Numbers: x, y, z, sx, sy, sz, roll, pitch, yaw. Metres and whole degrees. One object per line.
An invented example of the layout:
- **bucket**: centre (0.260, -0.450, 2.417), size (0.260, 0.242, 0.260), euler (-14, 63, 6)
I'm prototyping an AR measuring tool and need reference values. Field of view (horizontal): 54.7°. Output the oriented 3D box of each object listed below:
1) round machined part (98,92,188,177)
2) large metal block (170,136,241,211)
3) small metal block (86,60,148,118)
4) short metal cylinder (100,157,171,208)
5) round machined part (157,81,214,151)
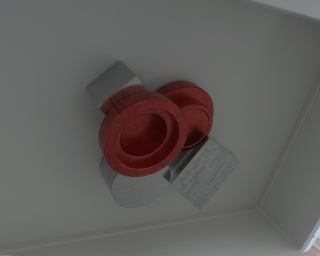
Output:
- **round machined part**: centre (-0.022, 0.004, 0.350), size (0.099, 0.042, 0.097), euler (-14, 125, -21)
- **large metal block**: centre (0.061, 0.056, 0.432), size (0.050, 0.080, 0.080), euler (39, 97, 2)
- **small metal block**: centre (-0.048, -0.042, 0.339), size (0.050, 0.050, 0.025), euler (-39, 130, -2)
- **short metal cylinder**: centre (-0.033, 0.059, 0.410), size (0.081, 0.050, 0.079), euler (-14, 125, -21)
- **round machined part**: centre (0.030, -0.009, 0.406), size (0.099, 0.042, 0.097), euler (-14, 125, -21)
